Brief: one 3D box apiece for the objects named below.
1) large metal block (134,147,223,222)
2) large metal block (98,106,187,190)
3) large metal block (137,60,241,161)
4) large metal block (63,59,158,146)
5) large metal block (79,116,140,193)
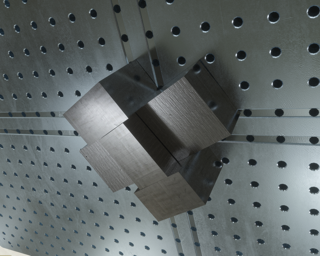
[{"bbox_3d":[0.026,0.066,0.403,0.080,0.080,0.050,-32,100,37],"label":"large metal block"},{"bbox_3d":[-0.016,0.017,0.395,0.050,0.080,0.080,-32,100,38],"label":"large metal block"},{"bbox_3d":[0.033,-0.018,0.366,0.080,0.050,0.080,-32,103,38],"label":"large metal block"},{"bbox_3d":[-0.059,-0.032,0.387,0.080,0.080,0.050,-32,100,38],"label":"large metal block"},{"bbox_3d":[-0.055,0.037,0.449,0.080,0.050,0.080,-30,102,38],"label":"large metal block"}]
